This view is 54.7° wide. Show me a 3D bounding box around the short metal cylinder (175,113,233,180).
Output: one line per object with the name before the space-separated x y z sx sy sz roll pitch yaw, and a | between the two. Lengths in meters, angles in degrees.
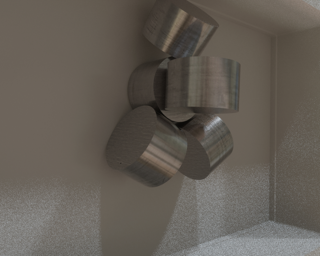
short metal cylinder | 0.049 0.021 0.409 0.050 0.080 0.080 -35 112 -34

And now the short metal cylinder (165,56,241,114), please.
short metal cylinder | 0.047 -0.044 0.342 0.081 0.080 0.050 4 88 -40

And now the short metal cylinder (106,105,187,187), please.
short metal cylinder | -0.016 0.021 0.355 0.050 0.080 0.080 36 68 -34

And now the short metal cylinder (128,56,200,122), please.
short metal cylinder | 0.007 -0.047 0.393 0.081 0.050 0.080 0 90 -40

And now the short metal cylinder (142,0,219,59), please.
short metal cylinder | 0.025 -0.124 0.381 0.081 0.080 0.050 5 130 -40
